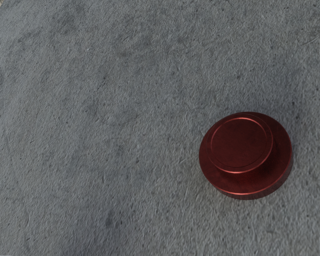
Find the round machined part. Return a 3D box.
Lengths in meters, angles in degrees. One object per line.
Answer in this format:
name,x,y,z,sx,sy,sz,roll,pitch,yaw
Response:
round machined part,0.088,0.023,0.332,0.098,0.042,0.098,-13,56,21
